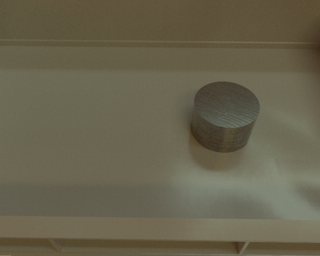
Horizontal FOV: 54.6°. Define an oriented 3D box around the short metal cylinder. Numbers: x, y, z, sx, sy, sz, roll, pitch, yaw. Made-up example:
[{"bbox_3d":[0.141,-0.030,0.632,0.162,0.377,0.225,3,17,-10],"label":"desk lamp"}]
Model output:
[{"bbox_3d":[0.083,-0.015,0.402,0.080,0.050,0.080,0,50,0],"label":"short metal cylinder"}]
